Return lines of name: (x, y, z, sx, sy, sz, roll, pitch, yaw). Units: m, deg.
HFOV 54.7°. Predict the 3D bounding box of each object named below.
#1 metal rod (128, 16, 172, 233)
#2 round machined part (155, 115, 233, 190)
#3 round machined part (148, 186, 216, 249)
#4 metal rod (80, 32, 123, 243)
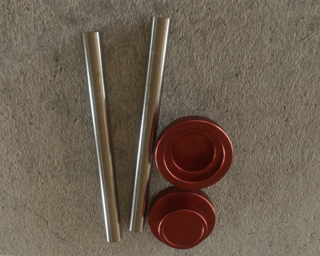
metal rod: (-0.017, 0.010, 0.413, 0.025, 0.025, 0.298, 7, 110, -3)
round machined part: (0.043, 0.029, 0.412, 0.099, 0.042, 0.097, 0, 110, 0)
round machined part: (0.032, 0.136, 0.451, 0.099, 0.042, 0.097, 0, 110, 0)
metal rod: (-0.075, 0.026, 0.418, 0.025, 0.025, 0.298, -2, 110, 1)
